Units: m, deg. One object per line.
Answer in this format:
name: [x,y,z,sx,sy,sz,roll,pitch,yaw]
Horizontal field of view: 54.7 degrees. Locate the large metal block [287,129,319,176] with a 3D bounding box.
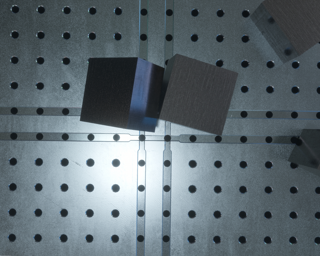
large metal block: [0.224,0.041,0.389,0.080,0.080,0.050,26,90,-1]

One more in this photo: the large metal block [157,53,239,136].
large metal block: [0.043,-0.040,0.395,0.081,0.050,0.080,15,90,-11]

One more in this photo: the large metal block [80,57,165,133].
large metal block: [-0.047,-0.041,0.381,0.080,0.050,0.080,9,90,37]

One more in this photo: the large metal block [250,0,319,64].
large metal block: [0.180,-0.144,0.403,0.080,0.050,0.080,-36,90,0]
